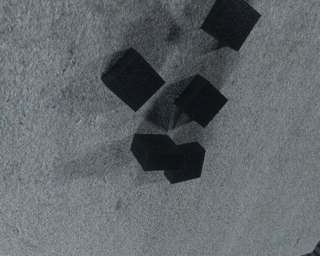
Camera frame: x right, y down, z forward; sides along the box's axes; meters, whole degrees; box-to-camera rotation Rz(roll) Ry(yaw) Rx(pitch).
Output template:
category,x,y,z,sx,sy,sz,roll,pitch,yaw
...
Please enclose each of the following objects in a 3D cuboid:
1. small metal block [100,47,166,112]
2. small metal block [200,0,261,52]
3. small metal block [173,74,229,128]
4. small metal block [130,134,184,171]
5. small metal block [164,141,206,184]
category,x,y,z,sx,sy,sz,roll,pitch,yaw
small metal block,-0.030,-0.055,0.356,0.050,0.025,0.050,-45,129,3
small metal block,0.085,-0.128,0.374,0.050,0.025,0.050,21,107,-36
small metal block,0.055,-0.035,0.415,0.050,0.025,0.050,34,99,-39
small metal block,-0.005,0.031,0.407,0.050,0.050,0.025,2,118,-30
small metal block,0.036,0.051,0.458,0.050,0.025,0.050,-9,122,-24
